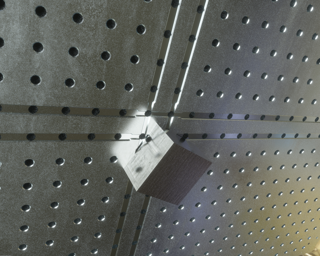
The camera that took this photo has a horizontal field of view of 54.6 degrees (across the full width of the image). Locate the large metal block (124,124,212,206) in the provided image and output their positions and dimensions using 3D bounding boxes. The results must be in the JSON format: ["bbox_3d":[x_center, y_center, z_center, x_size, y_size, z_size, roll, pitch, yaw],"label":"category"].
[{"bbox_3d":[0.011,0.053,0.433,0.080,0.050,0.080,29,102,-38],"label":"large metal block"}]
